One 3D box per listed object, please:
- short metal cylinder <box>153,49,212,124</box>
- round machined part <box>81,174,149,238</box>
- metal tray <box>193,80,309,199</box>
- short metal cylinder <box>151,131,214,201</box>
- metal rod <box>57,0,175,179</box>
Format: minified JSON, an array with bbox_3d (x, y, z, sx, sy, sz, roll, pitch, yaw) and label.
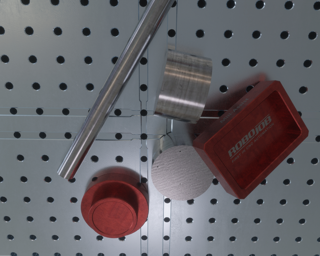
[{"bbox_3d":[0.025,-0.048,0.366,0.050,0.080,0.079,12,110,-5],"label":"short metal cylinder"},{"bbox_3d":[-0.065,0.119,0.447,0.099,0.042,0.097,0,110,0],"label":"round machined part"},{"bbox_3d":[0.116,0.013,0.389,0.130,0.030,0.090,-40,107,-12],"label":"metal tray"},{"bbox_3d":[0.029,0.050,0.418,0.081,0.050,0.079,0,110,0],"label":"short metal cylinder"},{"bbox_3d":[-0.056,-0.056,0.391,0.025,0.025,0.298,29,107,-10],"label":"metal rod"}]
